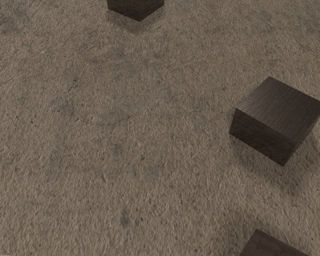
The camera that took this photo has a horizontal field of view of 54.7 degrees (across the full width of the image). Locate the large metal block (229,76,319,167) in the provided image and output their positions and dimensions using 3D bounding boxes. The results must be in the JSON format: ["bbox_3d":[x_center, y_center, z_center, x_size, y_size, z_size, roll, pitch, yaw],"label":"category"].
[{"bbox_3d":[0.149,-0.011,0.398,0.080,0.050,0.080,35,58,25],"label":"large metal block"}]

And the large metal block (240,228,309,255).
[{"bbox_3d":[0.099,0.138,0.253,0.080,0.080,0.050,25,54,19],"label":"large metal block"}]

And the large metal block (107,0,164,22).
[{"bbox_3d":[-0.048,-0.260,0.605,0.080,0.050,0.080,30,56,22],"label":"large metal block"}]
